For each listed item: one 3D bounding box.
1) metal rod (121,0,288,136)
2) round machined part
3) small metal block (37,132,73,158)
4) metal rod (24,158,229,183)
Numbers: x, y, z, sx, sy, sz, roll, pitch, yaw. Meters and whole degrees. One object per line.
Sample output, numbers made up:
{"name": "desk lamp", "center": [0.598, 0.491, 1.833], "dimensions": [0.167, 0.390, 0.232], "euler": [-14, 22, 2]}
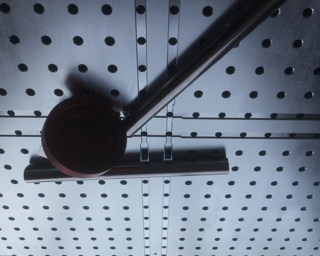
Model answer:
{"name": "metal rod", "center": [0.057, -0.084, 0.340], "dimensions": [0.025, 0.025, 0.299], "euler": [35, 122, -26]}
{"name": "round machined part", "center": [-0.094, 0.014, 0.380], "dimensions": [0.099, 0.098, 0.042], "euler": [25, 148, -20]}
{"name": "small metal block", "center": [-0.127, 0.019, 0.410], "dimensions": [0.050, 0.050, 0.025], "euler": [25, 126, -20]}
{"name": "metal rod", "center": [-0.050, 0.064, 0.464], "dimensions": [0.302, 0.025, 0.025], "euler": [-3, 130, 2]}
